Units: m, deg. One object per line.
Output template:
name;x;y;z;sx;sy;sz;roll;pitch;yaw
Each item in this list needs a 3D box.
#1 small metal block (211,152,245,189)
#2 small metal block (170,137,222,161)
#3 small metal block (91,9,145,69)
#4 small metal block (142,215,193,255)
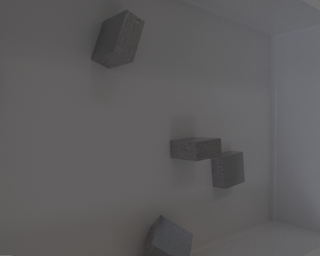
small metal block;0.110;0.066;0.498;0.050;0.025;0.050;-8;96;-40
small metal block;0.050;0.028;0.432;0.050;0.050;0.025;-6;94;-40
small metal block;-0.048;-0.098;0.349;0.025;0.050;0.050;24;75;-38
small metal block;0.011;0.145;0.387;0.050;0.025;0.050;31;28;-3
